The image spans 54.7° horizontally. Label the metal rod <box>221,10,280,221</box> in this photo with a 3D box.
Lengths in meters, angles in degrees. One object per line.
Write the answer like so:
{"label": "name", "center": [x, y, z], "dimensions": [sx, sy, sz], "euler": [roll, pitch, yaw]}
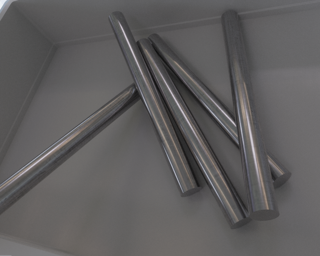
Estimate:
{"label": "metal rod", "center": [0.095, -0.043, 0.358], "dimensions": [0.025, 0.025, 0.300], "euler": [-14, 49, 20]}

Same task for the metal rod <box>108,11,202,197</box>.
{"label": "metal rod", "center": [-0.017, -0.050, 0.414], "dimensions": [0.025, 0.025, 0.299], "euler": [-28, 62, 10]}

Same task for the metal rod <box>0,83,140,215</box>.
{"label": "metal rod", "center": [-0.105, 0.017, 0.371], "dimensions": [0.025, 0.025, 0.302], "euler": [16, 45, 34]}

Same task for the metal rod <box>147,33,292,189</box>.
{"label": "metal rod", "center": [0.055, -0.044, 0.403], "dimensions": [0.025, 0.025, 0.300], "euler": [-37, 51, 3]}

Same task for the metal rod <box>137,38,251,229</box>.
{"label": "metal rod", "center": [0.027, -0.017, 0.391], "dimensions": [0.025, 0.025, 0.299], "euler": [-32, 55, 8]}
